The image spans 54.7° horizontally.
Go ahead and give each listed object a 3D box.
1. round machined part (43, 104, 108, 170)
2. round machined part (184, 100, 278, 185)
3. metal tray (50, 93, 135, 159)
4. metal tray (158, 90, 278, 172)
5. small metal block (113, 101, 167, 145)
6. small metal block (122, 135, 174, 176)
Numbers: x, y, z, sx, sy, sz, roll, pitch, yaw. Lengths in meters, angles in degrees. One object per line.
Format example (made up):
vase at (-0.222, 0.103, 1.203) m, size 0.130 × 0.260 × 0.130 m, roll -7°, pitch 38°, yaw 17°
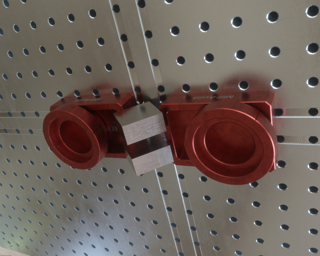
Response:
round machined part at (-0.117, 0.009, 0.451) m, size 0.098 × 0.042 × 0.097 m, roll 13°, pitch 124°, yaw 21°
round machined part at (0.081, 0.013, 0.349) m, size 0.098 × 0.042 × 0.097 m, roll 13°, pitch 124°, yaw 21°
metal tray at (-0.090, -0.001, 0.456) m, size 0.130 × 0.030 × 0.089 m, roll -1°, pitch 120°, yaw 28°
metal tray at (0.070, 0.004, 0.374) m, size 0.130 × 0.030 × 0.089 m, roll 1°, pitch 119°, yaw 27°
small metal block at (-0.026, -0.008, 0.386) m, size 0.050 × 0.050 × 0.025 m, roll -135°, pitch 28°, yaw -61°
small metal block at (-0.017, 0.032, 0.404) m, size 0.050 × 0.050 × 0.025 m, roll -135°, pitch 28°, yaw -61°
